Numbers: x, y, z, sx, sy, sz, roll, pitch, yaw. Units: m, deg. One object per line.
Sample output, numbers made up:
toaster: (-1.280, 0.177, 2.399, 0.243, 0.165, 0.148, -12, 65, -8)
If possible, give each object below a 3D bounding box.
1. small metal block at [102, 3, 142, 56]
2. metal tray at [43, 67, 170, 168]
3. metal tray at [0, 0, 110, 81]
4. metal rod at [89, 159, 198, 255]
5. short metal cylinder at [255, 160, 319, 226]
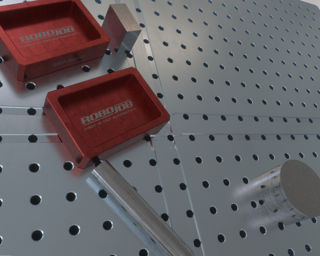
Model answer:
small metal block: (-0.058, -0.142, 0.448, 0.025, 0.050, 0.050, -20, 73, -36)
metal tray: (-0.062, -0.019, 0.382, 0.131, 0.030, 0.090, -27, 76, -37)
metal tray: (-0.143, -0.122, 0.402, 0.131, 0.030, 0.090, -30, 79, -38)
metal rod: (0.035, 0.151, 0.335, 0.300, 0.025, 0.025, 46, 51, 4)
short metal cylinder: (0.183, 0.091, 0.436, 0.081, 0.050, 0.080, 14, 56, -21)
